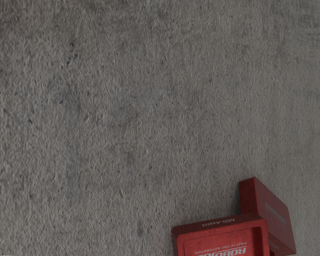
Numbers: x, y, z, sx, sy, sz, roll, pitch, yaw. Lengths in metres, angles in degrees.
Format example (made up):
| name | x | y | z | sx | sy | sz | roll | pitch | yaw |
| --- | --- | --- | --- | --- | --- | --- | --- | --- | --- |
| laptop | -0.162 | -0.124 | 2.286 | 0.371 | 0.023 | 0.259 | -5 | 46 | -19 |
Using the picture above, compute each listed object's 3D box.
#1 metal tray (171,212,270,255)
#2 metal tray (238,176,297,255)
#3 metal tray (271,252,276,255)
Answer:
| name | x | y | z | sx | sy | sz | roll | pitch | yaw |
| --- | --- | --- | --- | --- | --- | --- | --- | --- | --- |
| metal tray | 0.086 | 0.176 | 0.434 | 0.131 | 0.030 | 0.089 | -7 | 96 | -10 |
| metal tray | 0.184 | 0.153 | 0.529 | 0.130 | 0.030 | 0.090 | 40 | 39 | -31 |
| metal tray | 0.151 | 0.227 | 0.528 | 0.131 | 0.030 | 0.090 | 28 | 73 | -37 |
